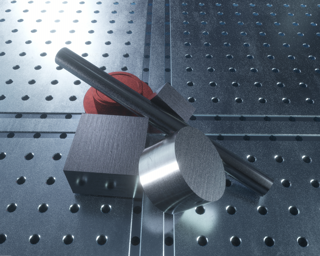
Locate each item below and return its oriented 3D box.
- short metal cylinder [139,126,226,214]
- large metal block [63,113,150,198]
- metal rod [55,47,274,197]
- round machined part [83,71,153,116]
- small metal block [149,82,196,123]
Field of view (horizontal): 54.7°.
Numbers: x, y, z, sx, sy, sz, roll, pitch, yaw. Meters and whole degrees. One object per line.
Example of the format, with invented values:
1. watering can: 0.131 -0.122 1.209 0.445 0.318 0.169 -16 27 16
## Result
1. short metal cylinder: 0.024 0.045 0.326 0.080 0.050 0.080 30 45 -35
2. large metal block: -0.056 0.031 0.361 0.080 0.050 0.080 4 50 3
3. metal rod: -0.002 -0.013 0.376 0.301 0.025 0.025 33 56 9
4. round machined part: -0.057 -0.041 0.431 0.099 0.042 0.098 0 50 0
5. small metal block: 0.009 -0.025 0.400 0.050 0.050 0.025 42 58 -11
